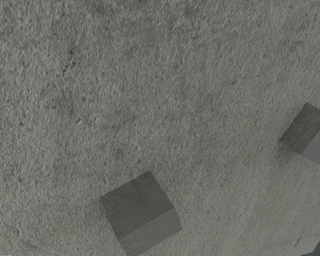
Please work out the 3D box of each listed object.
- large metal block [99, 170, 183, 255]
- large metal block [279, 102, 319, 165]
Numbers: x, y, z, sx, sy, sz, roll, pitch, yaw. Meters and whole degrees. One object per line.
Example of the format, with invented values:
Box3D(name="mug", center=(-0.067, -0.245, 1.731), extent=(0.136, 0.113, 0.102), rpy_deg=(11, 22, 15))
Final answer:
Box3D(name="large metal block", center=(-0.027, 0.118, 0.429), extent=(0.080, 0.080, 0.050), rpy_deg=(-27, 128, -12))
Box3D(name="large metal block", center=(0.273, 0.012, 0.547), extent=(0.080, 0.050, 0.080), rpy_deg=(21, 107, -36))
